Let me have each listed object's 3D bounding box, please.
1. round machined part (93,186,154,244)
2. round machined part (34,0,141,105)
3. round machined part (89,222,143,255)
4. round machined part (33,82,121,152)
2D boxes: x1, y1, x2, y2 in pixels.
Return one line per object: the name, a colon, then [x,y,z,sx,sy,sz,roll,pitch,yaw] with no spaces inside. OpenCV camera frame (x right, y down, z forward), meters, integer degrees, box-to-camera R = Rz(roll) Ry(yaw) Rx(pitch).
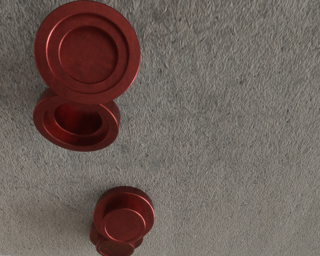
round machined part: [-0.058,0.147,0.501,0.099,0.042,0.097,-1,111,-3]
round machined part: [-0.072,-0.073,0.313,0.099,0.042,0.097,-2,98,-13]
round machined part: [-0.080,0.205,0.569,0.099,0.042,0.097,0,130,0]
round machined part: [-0.097,-0.018,0.375,0.099,0.042,0.097,1,137,1]
